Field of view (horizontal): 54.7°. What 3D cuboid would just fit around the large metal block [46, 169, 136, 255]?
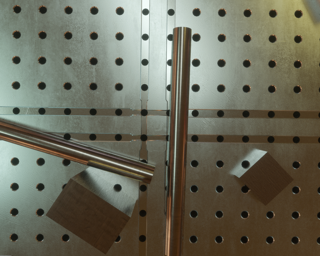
[{"bbox_3d":[-0.080,0.098,0.385,0.080,0.080,0.050,34,90,0],"label":"large metal block"}]

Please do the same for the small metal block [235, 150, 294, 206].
[{"bbox_3d":[0.138,0.066,0.414,0.050,0.025,0.050,-43,90,0],"label":"small metal block"}]

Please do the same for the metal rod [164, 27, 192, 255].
[{"bbox_3d":[0.024,0.018,0.413,0.025,0.025,0.298,2,90,0],"label":"metal rod"}]

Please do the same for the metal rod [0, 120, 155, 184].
[{"bbox_3d":[-0.154,0.020,0.411,0.302,0.025,0.025,17,90,0],"label":"metal rod"}]
